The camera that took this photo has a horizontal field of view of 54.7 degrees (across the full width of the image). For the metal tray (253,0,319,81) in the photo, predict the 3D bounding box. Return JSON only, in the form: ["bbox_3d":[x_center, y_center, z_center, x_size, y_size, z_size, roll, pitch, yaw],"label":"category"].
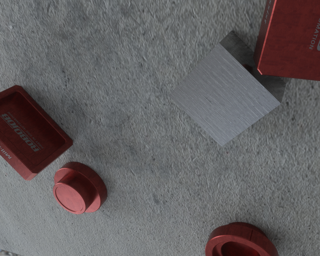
[{"bbox_3d":[0.137,-0.104,0.250,0.091,0.030,0.129,7,123,3],"label":"metal tray"}]

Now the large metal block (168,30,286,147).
[{"bbox_3d":[0.071,-0.041,0.328,0.080,0.050,0.080,44,129,-3],"label":"large metal block"}]

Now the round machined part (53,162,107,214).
[{"bbox_3d":[-0.145,0.110,0.538,0.098,0.042,0.097,13,124,20],"label":"round machined part"}]

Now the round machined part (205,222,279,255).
[{"bbox_3d":[0.118,0.173,0.441,0.098,0.042,0.097,13,124,20],"label":"round machined part"}]

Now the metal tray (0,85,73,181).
[{"bbox_3d":[-0.211,0.005,0.475,0.130,0.090,0.030,48,129,-6],"label":"metal tray"}]
